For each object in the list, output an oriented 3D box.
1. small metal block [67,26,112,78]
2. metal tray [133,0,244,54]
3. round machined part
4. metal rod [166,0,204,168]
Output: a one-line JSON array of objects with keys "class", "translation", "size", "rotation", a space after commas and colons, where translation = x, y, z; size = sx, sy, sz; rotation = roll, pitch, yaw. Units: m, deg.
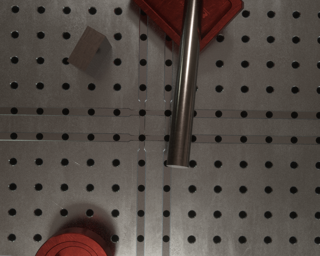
[{"class": "small metal block", "translation": [-0.089, -0.096, 0.400], "size": [0.025, 0.050, 0.050], "rotation": [30, 90, 0]}, {"class": "metal tray", "translation": [0.029, -0.166, 0.392], "size": [0.130, 0.030, 0.090], "rotation": [45, 116, -1]}, {"class": "round machined part", "translation": [-0.110, 0.178, 0.404], "size": [0.099, 0.042, 0.097], "rotation": [0, 90, -1]}, {"class": "metal rod", "translation": [0.037, -0.101, 0.380], "size": [0.025, 0.025, 0.299], "rotation": [7, 76, -1]}]
